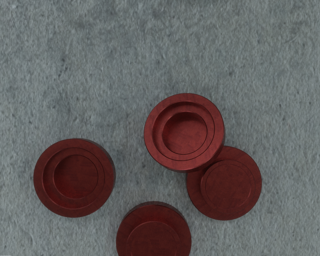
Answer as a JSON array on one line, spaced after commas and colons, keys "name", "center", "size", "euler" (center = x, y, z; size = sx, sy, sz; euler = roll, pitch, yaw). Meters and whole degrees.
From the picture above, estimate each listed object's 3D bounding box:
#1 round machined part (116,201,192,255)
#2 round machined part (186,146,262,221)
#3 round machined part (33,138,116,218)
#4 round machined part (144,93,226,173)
[{"name": "round machined part", "center": [-0.008, 0.148, 0.402], "size": [0.099, 0.042, 0.097], "euler": [0, 90, -1]}, {"name": "round machined part", "center": [0.084, 0.072, 0.403], "size": [0.099, 0.042, 0.097], "euler": [0, 90, -1]}, {"name": "round machined part", "center": [-0.106, 0.061, 0.400], "size": [0.099, 0.042, 0.097], "euler": [0, 90, -1]}, {"name": "round machined part", "center": [0.033, 0.009, 0.390], "size": [0.098, 0.042, 0.098], "euler": [-5, 70, 15]}]
